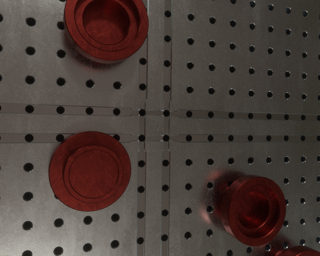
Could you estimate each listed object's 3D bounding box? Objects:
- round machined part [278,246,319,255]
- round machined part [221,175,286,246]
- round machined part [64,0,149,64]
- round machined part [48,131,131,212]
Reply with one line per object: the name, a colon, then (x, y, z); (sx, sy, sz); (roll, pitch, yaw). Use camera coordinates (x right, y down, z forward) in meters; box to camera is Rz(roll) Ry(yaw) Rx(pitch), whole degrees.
round machined part: (0.216, 0.233, 0.486); (0.099, 0.042, 0.097); (0, 90, -21)
round machined part: (0.131, 0.117, 0.454); (0.099, 0.042, 0.097); (0, 90, -21)
round machined part: (-0.067, -0.127, 0.379); (0.099, 0.042, 0.097); (0, 90, -21)
round machined part: (-0.082, 0.053, 0.374); (0.099, 0.042, 0.097); (0, 90, -20)
